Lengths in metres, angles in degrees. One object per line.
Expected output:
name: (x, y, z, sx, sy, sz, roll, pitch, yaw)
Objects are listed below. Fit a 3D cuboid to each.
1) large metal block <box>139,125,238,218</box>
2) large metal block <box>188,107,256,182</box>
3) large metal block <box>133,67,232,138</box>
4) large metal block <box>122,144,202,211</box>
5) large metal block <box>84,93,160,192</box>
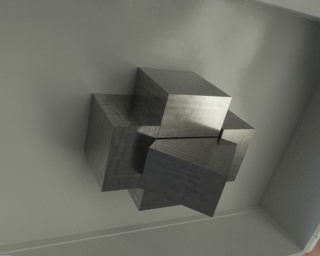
large metal block: (0.034, 0.041, 0.342, 0.080, 0.080, 0.050, -46, 153, -62)
large metal block: (0.070, 0.018, 0.418, 0.050, 0.080, 0.079, 0, 119, -29)
large metal block: (0.022, -0.031, 0.364, 0.081, 0.080, 0.050, 0, 119, -28)
large metal block: (-0.001, 0.057, 0.406, 0.081, 0.080, 0.050, 0, 119, -28)
large metal block: (-0.048, 0.014, 0.355, 0.050, 0.080, 0.079, 0, 119, -29)
